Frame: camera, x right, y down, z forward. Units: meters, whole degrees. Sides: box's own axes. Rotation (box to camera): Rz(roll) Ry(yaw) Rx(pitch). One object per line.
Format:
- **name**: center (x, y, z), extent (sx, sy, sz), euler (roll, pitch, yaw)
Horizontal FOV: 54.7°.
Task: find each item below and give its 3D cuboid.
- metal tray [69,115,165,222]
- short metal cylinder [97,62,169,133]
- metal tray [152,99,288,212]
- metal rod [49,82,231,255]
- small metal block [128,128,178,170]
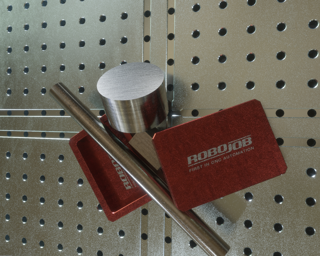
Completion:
- **metal tray**: center (-0.058, 0.050, 0.426), extent (0.090, 0.030, 0.130), euler (-33, 80, 17)
- **short metal cylinder**: center (-0.032, -0.039, 0.384), extent (0.080, 0.080, 0.050), euler (9, 135, 19)
- **metal tray**: center (0.066, 0.030, 0.355), extent (0.131, 0.030, 0.090), euler (-19, 83, -6)
- **metal rod**: center (-0.035, 0.046, 0.389), extent (0.300, 0.025, 0.025), euler (43, 103, 14)
- **small metal block**: center (-0.005, 0.025, 0.396), extent (0.050, 0.050, 0.025), euler (42, 103, 15)
